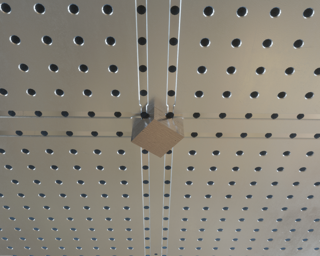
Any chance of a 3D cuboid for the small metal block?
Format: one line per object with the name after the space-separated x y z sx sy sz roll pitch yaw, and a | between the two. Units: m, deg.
-0.003 0.007 0.417 0.050 0.025 0.050 31 124 -24 | small metal block
